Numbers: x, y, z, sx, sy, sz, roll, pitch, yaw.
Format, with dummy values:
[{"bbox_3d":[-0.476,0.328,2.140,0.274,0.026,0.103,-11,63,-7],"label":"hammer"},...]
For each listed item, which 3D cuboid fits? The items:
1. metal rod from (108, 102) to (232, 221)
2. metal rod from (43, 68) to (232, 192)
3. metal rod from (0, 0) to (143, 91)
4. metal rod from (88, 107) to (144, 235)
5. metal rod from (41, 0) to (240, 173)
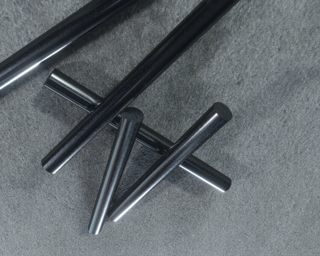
[{"bbox_3d":[-0.005,0.065,0.434,0.025,0.025,0.298,23,135,-19],"label":"metal rod"},{"bbox_3d":[-0.012,0.015,0.419,0.301,0.025,0.025,33,123,-25],"label":"metal rod"},{"bbox_3d":[-0.114,-0.090,0.328,0.300,0.025,0.025,-25,126,19],"label":"metal rod"},{"bbox_3d":[-0.074,0.083,0.456,0.025,0.025,0.298,13,135,-11],"label":"metal rod"},{"bbox_3d":[-0.033,-0.044,0.344,0.299,0.025,0.025,-41,120,20],"label":"metal rod"}]
